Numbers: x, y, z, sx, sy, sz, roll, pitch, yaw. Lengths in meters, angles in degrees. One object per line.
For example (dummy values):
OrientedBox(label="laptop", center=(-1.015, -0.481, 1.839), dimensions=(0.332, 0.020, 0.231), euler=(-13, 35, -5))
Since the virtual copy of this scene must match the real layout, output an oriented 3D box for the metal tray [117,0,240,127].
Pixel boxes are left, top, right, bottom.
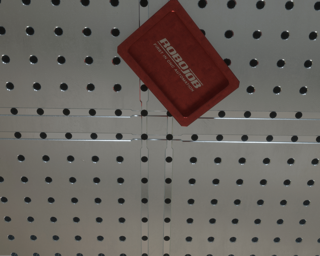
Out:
OrientedBox(label="metal tray", center=(0.023, -0.077, 0.382), dimensions=(0.090, 0.030, 0.130), euler=(-38, 106, 13))
